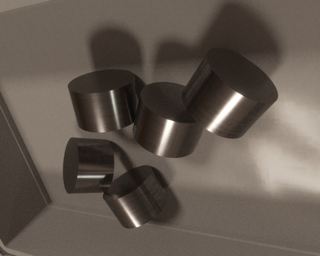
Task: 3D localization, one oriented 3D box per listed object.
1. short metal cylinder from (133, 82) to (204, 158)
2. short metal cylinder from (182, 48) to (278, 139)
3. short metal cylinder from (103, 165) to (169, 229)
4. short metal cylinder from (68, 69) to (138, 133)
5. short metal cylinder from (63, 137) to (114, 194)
[{"bbox_3d":[0.012,-0.011,0.359,0.080,0.080,0.050,25,127,12],"label":"short metal cylinder"},{"bbox_3d":[0.069,-0.036,0.314,0.080,0.080,0.050,36,129,4],"label":"short metal cylinder"},{"bbox_3d":[-0.035,0.098,0.451,0.080,0.080,0.050,-19,108,35],"label":"short metal cylinder"},{"bbox_3d":[-0.068,-0.036,0.385,0.080,0.080,0.050,8,122,24],"label":"short metal cylinder"},{"bbox_3d":[-0.106,0.055,0.453,0.080,0.050,0.080,-14,73,57],"label":"short metal cylinder"}]
